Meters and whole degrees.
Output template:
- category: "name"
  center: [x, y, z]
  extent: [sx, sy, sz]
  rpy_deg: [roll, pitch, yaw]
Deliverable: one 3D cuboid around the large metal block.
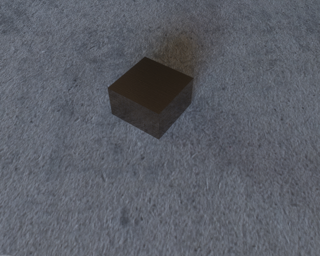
- category: "large metal block"
  center: [-0.011, -0.043, 0.423]
  extent: [0.080, 0.050, 0.080]
  rpy_deg: [28, 55, 21]
